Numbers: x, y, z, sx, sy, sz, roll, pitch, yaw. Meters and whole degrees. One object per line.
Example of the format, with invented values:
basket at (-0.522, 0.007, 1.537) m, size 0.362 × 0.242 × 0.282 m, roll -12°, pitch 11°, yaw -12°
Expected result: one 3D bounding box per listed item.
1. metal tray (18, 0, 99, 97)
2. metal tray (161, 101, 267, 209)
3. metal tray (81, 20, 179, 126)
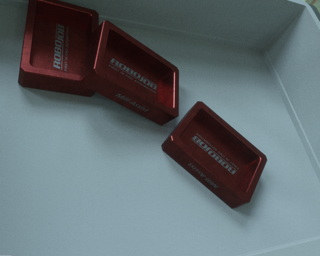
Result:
metal tray at (-0.127, -0.107, 0.400) m, size 0.091 × 0.030 × 0.130 m, roll 7°, pitch 59°, yaw -25°
metal tray at (0.077, 0.034, 0.424) m, size 0.130 × 0.030 × 0.090 m, roll 40°, pitch 51°, yaw -1°
metal tray at (-0.032, -0.069, 0.404) m, size 0.131 × 0.030 × 0.090 m, roll 27°, pitch 50°, yaw -33°
